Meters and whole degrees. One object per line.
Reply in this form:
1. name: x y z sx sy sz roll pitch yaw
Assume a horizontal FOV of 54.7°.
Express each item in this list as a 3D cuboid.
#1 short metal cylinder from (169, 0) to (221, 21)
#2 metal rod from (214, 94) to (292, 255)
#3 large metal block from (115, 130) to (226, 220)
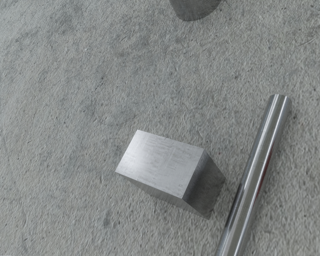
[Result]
1. short metal cylinder: 0.052 -0.218 0.493 0.080 0.050 0.080 -13 56 20
2. metal rod: 0.076 0.098 0.303 0.025 0.025 0.300 13 68 33
3. large metal block: 0.014 0.050 0.329 0.080 0.080 0.050 15 70 34
